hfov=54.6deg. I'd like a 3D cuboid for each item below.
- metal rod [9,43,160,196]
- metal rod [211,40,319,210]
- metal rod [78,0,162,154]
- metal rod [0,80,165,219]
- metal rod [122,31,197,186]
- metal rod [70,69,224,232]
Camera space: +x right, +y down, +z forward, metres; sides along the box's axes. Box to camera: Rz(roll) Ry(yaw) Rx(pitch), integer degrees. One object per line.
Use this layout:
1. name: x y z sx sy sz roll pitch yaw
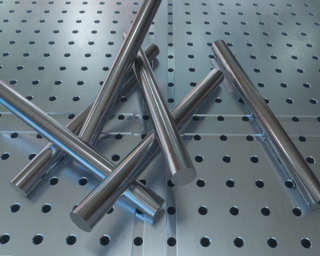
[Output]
1. metal rod: -0.086 -0.031 0.433 0.025 0.025 0.301 23 54 18
2. metal rod: 0.137 -0.028 0.431 0.025 0.025 0.300 -11 51 -9
3. metal rod: -0.044 -0.104 0.427 0.025 0.025 0.300 18 73 14
4. metal rod: -0.123 0.007 0.367 0.300 0.025 0.025 34 57 13
5. metal rod: -0.013 -0.051 0.398 0.025 0.025 0.300 -11 43 -9
6. metal rod: 0.007 0.003 0.377 0.025 0.025 0.301 26 46 20
